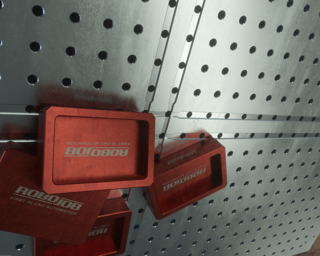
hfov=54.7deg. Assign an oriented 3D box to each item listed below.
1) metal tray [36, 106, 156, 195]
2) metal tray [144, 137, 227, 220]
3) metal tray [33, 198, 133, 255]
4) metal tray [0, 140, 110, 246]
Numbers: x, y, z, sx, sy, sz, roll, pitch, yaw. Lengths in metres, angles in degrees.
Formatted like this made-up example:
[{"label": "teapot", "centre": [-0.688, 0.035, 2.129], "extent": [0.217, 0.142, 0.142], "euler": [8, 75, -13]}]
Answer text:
[{"label": "metal tray", "centre": [-0.069, 0.024, 0.356], "extent": [0.131, 0.030, 0.089], "euler": [3, 88, -34]}, {"label": "metal tray", "centre": [0.040, 0.078, 0.480], "extent": [0.131, 0.030, 0.089], "euler": [-23, 127, -15]}, {"label": "metal tray", "centre": [-0.111, 0.153, 0.442], "extent": [0.131, 0.030, 0.089], "euler": [-3, 120, -27]}, {"label": "metal tray", "centre": [-0.133, 0.080, 0.363], "extent": [0.131, 0.030, 0.090], "euler": [26, 91, -31]}]
